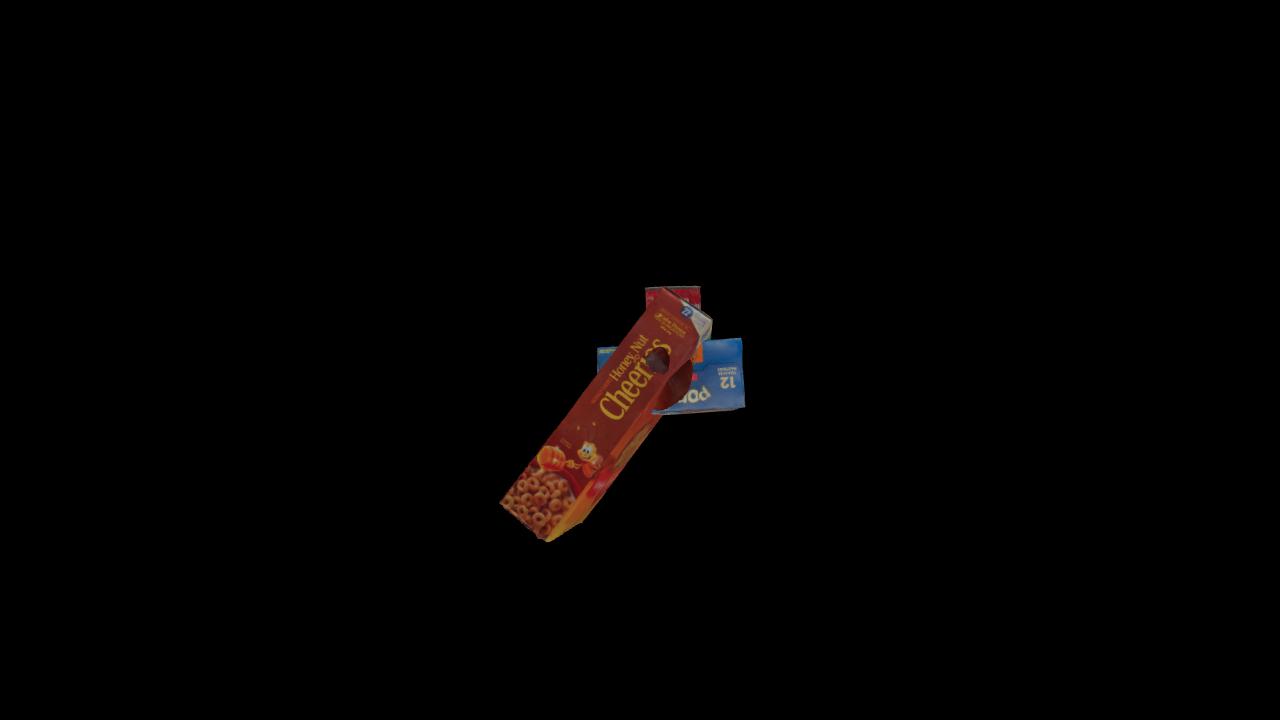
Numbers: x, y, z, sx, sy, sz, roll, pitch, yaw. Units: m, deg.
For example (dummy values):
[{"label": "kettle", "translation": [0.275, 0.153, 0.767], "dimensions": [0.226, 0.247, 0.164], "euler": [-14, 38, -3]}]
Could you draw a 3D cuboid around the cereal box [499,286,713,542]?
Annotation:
[{"label": "cereal box", "translation": [-0.025, 0.069, 0.761], "dimensions": [0.081, 0.306, 0.203], "euler": [37, -4, 9]}]

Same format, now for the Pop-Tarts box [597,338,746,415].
[{"label": "Pop-Tarts box", "translation": [0.038, 0.026, 0.757], "dimensions": [0.167, 0.083, 0.141], "euler": [-4, -6, 4]}]

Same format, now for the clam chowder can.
[{"label": "clam chowder can", "translation": [0.041, -0.037, 0.741], "dimensions": [0.068, 0.102, 0.068], "euler": [-1, 5, 0]}]

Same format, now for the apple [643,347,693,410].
[{"label": "apple", "translation": [0.025, 0.019, 0.703], "dimensions": [0.079, 0.093, 0.079], "euler": [-11, 29, 6]}]
